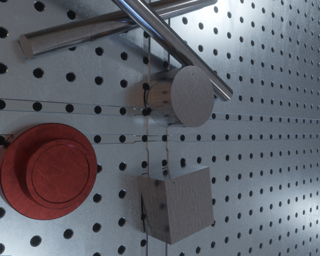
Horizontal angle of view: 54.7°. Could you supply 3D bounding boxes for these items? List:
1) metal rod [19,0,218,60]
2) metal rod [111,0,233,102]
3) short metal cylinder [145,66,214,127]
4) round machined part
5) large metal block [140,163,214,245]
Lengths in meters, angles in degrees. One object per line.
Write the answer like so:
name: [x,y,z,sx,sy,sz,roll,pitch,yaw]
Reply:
metal rod: [-0.025,-0.141,0.389,0.302,0.025,0.025,-31,110,-36]
metal rod: [0.014,-0.111,0.398,0.301,0.025,0.025,31,70,-44]
short metal cylinder: [0.028,-0.041,0.418,0.081,0.050,0.079,0,90,-40]
round machined part: [-0.106,0.043,0.310,0.099,0.042,0.097,0,90,-40]
large metal block: [0.024,0.097,0.416,0.081,0.050,0.079,-10,97,-40]
